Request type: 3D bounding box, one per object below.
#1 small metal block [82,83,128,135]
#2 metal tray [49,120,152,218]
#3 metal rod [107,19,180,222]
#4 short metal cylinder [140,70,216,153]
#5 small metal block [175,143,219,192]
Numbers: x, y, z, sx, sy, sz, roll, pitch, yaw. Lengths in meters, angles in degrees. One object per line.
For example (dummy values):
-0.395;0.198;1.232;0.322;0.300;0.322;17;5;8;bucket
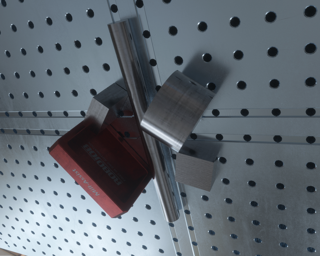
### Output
-0.073;-0.026;0.414;0.025;0.050;0.050;36;129;4;small metal block
-0.078;0.050;0.438;0.130;0.090;0.030;48;129;-6;metal tray
-0.015;0.008;0.422;0.025;0.025;0.298;0;119;28;metal rod
0.021;-0.018;0.352;0.050;0.080;0.079;33;129;6;short metal cylinder
0.049;0.052;0.417;0.050;0.025;0.050;14;124;20;small metal block
